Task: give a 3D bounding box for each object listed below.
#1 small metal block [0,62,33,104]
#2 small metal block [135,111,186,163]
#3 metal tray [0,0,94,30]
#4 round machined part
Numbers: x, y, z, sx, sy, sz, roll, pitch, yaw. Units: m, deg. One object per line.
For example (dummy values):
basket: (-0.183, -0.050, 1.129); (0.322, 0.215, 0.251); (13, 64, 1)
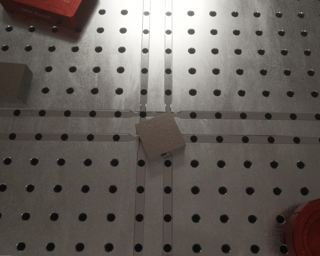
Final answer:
small metal block: (-0.213, -0.063, 0.432); (0.050, 0.025, 0.050); (4, 70, 1)
small metal block: (0.000, 0.012, 0.407); (0.050, 0.025, 0.050); (-21, 72, -8)
metal tray: (-0.174, -0.214, 0.485); (0.131, 0.030, 0.090); (18, 71, 6)
round machined part: (0.194, 0.132, 0.357); (0.099, 0.042, 0.098); (0, 70, -1)
